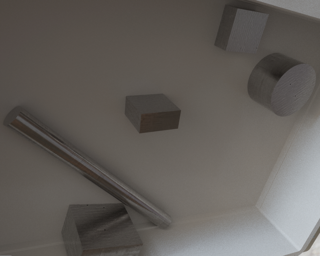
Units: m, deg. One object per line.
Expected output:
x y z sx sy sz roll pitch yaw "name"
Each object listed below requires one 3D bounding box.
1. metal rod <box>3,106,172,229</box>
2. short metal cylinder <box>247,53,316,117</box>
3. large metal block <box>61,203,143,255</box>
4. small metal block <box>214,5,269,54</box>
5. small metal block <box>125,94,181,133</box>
-0.072 0.070 0.414 0.025 0.025 0.300 -43 130 1 "metal rod"
0.177 -0.063 0.453 0.081 0.050 0.079 -14 124 -21 "short metal cylinder"
-0.081 0.150 0.423 0.081 0.080 0.050 7 115 -32 "large metal block"
0.102 -0.124 0.390 0.050 0.025 0.050 -3 120 -28 "small metal block"
-0.010 -0.019 0.377 0.050 0.050 0.025 -7 122 -25 "small metal block"
